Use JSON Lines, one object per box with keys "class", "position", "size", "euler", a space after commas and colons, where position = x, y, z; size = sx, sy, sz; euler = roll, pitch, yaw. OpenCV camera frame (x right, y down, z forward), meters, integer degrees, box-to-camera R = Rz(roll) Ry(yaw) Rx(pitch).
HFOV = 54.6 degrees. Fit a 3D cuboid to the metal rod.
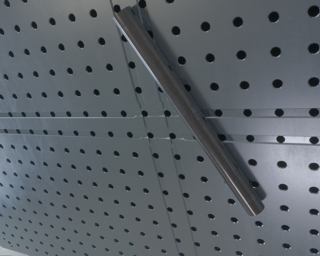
{"class": "metal rod", "position": [0.042, -0.012, 0.382], "size": [0.025, 0.025, 0.300], "euler": [-27, 104, 37]}
